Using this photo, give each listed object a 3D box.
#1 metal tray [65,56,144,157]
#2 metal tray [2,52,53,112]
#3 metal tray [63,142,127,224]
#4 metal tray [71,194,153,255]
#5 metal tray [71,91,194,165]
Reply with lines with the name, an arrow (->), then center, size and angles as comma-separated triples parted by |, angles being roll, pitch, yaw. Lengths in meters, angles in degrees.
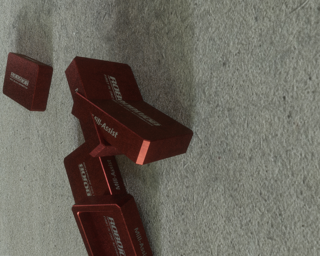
metal tray -> -0.064, -0.029, 0.409 | 0.030, 0.091, 0.130 | -39, 64, 40
metal tray -> -0.269, -0.095, 0.624 | 0.130, 0.030, 0.089 | 25, 106, 37
metal tray -> -0.100, 0.089, 0.484 | 0.090, 0.030, 0.130 | -34, 69, 35
metal tray -> -0.061, 0.157, 0.422 | 0.090, 0.030, 0.129 | -11, 100, 33
metal tray -> -0.035, -0.007, 0.386 | 0.130, 0.091, 0.030 | 33, 115, 32
